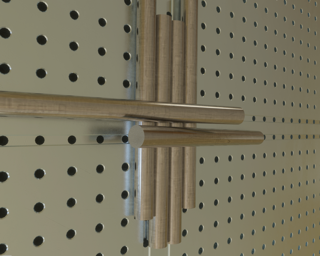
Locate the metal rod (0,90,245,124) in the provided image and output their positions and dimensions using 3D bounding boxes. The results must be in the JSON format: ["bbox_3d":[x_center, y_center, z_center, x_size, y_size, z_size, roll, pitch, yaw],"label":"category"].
[{"bbox_3d":[-0.019,-0.020,0.362,0.302,0.025,0.025,1,90,-31],"label":"metal rod"}]

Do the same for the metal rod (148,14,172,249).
[{"bbox_3d":[0.000,0.004,0.407,0.025,0.025,0.298,2,89,-40],"label":"metal rod"}]

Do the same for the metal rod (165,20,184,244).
[{"bbox_3d":[0.019,0.005,0.425,0.025,0.025,0.298,1,89,-40],"label":"metal rod"}]

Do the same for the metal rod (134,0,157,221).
[{"bbox_3d":[-0.019,-0.036,0.391,0.025,0.025,0.298,1,89,-40],"label":"metal rod"}]

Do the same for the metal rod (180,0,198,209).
[{"bbox_3d":[0.040,-0.038,0.440,0.025,0.025,0.298,1,89,-40],"label":"metal rod"}]

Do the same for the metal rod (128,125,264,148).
[{"bbox_3d":[0.075,0.013,0.444,0.302,0.025,0.025,2,89,-48],"label":"metal rod"}]
